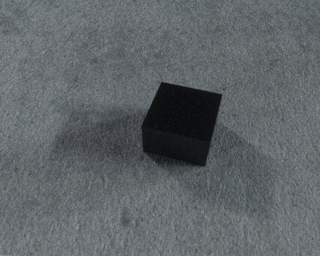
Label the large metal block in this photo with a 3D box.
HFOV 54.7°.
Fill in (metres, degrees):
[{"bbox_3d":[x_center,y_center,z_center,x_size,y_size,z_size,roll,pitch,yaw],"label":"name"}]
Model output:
[{"bbox_3d":[0.029,-0.007,0.393,0.080,0.050,0.080,13,51,10],"label":"large metal block"}]
